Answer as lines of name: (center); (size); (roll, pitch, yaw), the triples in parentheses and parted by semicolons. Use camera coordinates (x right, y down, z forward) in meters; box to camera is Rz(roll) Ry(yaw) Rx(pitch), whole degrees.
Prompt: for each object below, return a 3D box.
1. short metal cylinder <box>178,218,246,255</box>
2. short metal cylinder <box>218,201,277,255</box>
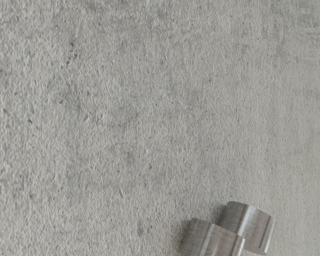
short metal cylinder: (0.072, 0.165, 0.430); (0.080, 0.080, 0.050); (38, 67, -34)
short metal cylinder: (0.134, 0.156, 0.481); (0.080, 0.080, 0.050); (42, 65, -32)
